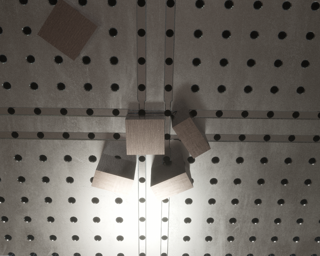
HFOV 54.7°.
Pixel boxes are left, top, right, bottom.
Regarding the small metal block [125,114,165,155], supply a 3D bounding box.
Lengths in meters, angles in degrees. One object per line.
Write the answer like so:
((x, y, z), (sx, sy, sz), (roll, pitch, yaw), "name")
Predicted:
((-0.019, 0.008, 0.416), (0.050, 0.025, 0.050), (-1, 110, -1), "small metal block")

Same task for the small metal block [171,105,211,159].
((0.039, 0.004, 0.402), (0.025, 0.050, 0.050), (-32, 107, 11), "small metal block")

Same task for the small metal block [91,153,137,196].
((-0.061, 0.063, 0.422), (0.050, 0.050, 0.025), (16, 109, -7), "small metal block")

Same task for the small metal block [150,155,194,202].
((0.015, 0.068, 0.426), (0.050, 0.050, 0.025), (-24, 109, 8), "small metal block")

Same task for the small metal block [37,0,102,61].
((-0.107, -0.117, 0.369), (0.050, 0.025, 0.050), (36, 106, -13), "small metal block")
